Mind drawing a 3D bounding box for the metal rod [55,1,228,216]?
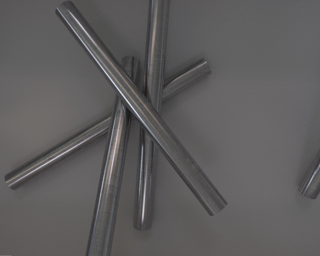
[{"bbox_3d":[-0.024,-0.026,0.363,0.025,0.025,0.300,-38,86,0],"label":"metal rod"}]

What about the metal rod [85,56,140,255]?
[{"bbox_3d":[-0.054,0.047,0.351,0.025,0.025,0.299,6,66,0],"label":"metal rod"}]

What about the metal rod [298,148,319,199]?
[{"bbox_3d":[0.235,-0.044,0.355,0.025,0.025,0.298,16,114,0],"label":"metal rod"}]

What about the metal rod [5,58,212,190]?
[{"bbox_3d":[-0.067,-0.005,0.410,0.301,0.025,0.025,-31,90,0],"label":"metal rod"}]

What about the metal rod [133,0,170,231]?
[{"bbox_3d":[-0.011,-0.016,0.388,0.025,0.025,0.298,5,99,0],"label":"metal rod"}]
